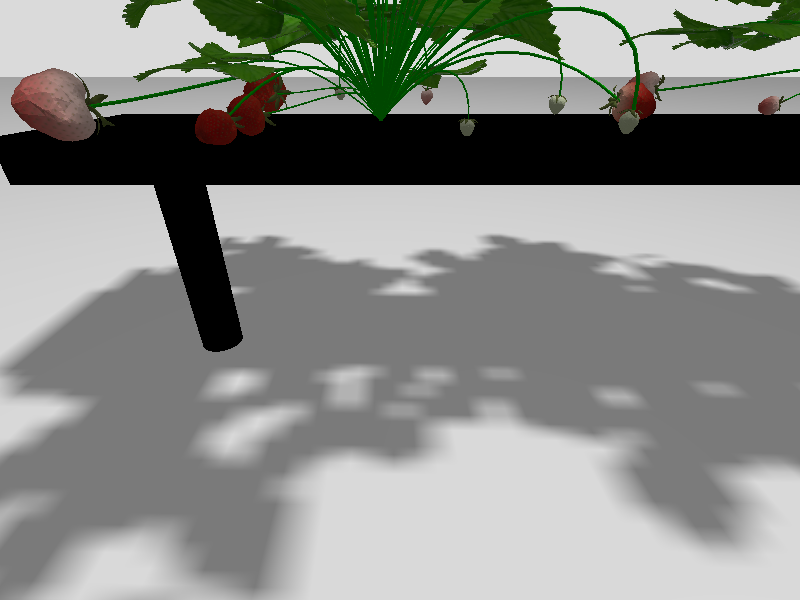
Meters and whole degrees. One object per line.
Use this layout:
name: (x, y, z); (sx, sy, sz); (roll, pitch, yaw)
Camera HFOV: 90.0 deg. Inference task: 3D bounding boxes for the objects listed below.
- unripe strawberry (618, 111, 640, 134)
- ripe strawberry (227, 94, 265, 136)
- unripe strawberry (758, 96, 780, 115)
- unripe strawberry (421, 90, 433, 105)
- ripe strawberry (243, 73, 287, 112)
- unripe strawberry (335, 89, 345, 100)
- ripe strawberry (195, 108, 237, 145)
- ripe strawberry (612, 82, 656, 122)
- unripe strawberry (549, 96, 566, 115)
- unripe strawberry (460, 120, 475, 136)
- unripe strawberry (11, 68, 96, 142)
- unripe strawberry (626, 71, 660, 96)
unripe strawberry: (0.121, -0.094, 0.212); (0.010, 0.011, 0.011); (24, 38, 35)
ripe strawberry: (-0.095, -0.113, 0.245); (0.020, 0.023, 0.022); (26, 40, 37)
unripe strawberry: (0.321, -0.169, 0.349); (0.014, 0.015, 0.013); (-4, 27, 22)
unripe strawberry: (0.031, -0.232, 0.459); (0.014, 0.015, 0.015); (8, 31, 13)
ripe strawberry: (-0.122, -0.187, 0.360); (0.035, 0.034, 0.038); (14, 33, 23)
unripe strawberry: (-0.069, -0.238, 0.464); (0.012, 0.012, 0.012); (-9, 32, -15)
ripe strawberry: (-0.097, -0.089, 0.208); (0.021, 0.019, 0.019); (18, -33, 28)
ripe strawberry: (0.175, -0.145, 0.298); (0.030, 0.029, 0.027); (11, 31, 0)
unripe strawberry: (0.144, -0.180, 0.370); (0.015, 0.015, 0.014); (-11, 32, -18)
unripe strawberry: (0.041, -0.106, 0.246); (0.009, 0.010, 0.010); (-19, 35, -29)
unripe strawberry: (-0.193, -0.109, 0.224); (0.035, 0.036, 0.032); (-17, 34, -25)
unripe strawberry: (0.251, -0.219, 0.417); (0.031, 0.032, 0.029); (18, 35, 28)
